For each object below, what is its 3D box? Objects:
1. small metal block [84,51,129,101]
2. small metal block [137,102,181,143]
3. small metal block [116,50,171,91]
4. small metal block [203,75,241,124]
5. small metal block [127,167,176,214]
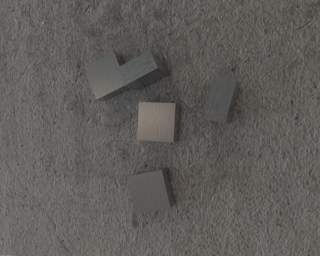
[{"bbox_3d":[-0.071,-0.071,0.434,0.050,0.025,0.050,-23,82,18],"label":"small metal block"},{"bbox_3d":[-0.001,-0.008,0.409,0.050,0.025,0.050,3,91,20],"label":"small metal block"},{"bbox_3d":[-0.020,-0.073,0.403,0.050,0.050,0.025,-25,82,18],"label":"small metal block"},{"bbox_3d":[0.075,-0.032,0.369,0.025,0.050,0.050,16,96,19],"label":"small metal block"},{"bbox_3d":[-0.011,0.083,0.413,0.050,0.025,0.050,-14,85,19],"label":"small metal block"}]
